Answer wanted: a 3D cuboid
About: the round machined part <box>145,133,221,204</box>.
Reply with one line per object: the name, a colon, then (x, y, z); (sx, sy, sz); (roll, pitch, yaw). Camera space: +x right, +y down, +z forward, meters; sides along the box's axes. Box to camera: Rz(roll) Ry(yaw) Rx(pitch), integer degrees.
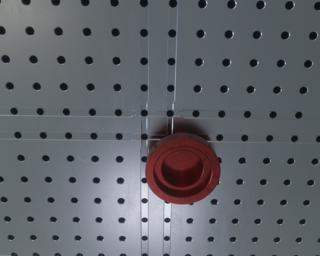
round machined part: (0.030, 0.051, 0.423); (0.099, 0.042, 0.097); (0, 110, 0)
